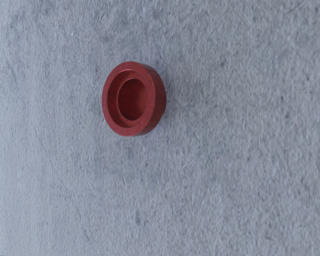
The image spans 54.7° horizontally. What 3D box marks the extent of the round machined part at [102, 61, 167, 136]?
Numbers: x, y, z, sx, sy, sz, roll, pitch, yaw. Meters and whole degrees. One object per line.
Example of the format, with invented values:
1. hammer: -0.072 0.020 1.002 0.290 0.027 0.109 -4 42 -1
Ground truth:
1. round machined part: -0.030 -0.038 0.417 0.098 0.042 0.097 0 90 39
